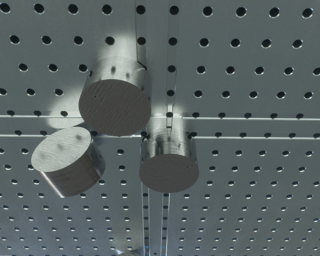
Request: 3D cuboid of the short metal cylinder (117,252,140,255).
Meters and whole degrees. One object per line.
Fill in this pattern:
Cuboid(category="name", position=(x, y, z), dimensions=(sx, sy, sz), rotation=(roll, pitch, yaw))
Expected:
Cuboid(category="short metal cylinder", position=(-0.063, 0.304, 0.633), dimensions=(0.080, 0.080, 0.050), rotation=(-9, 130, 7))

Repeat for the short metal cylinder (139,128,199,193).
Cuboid(category="short metal cylinder", position=(0.012, 0.046, 0.435), dimensions=(0.081, 0.050, 0.079), rotation=(0, 130, 0))

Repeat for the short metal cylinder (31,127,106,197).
Cuboid(category="short metal cylinder", position=(-0.120, 0.043, 0.411), dimensions=(0.080, 0.080, 0.050), rotation=(-12, 129, 9))

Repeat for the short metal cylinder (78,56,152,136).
Cuboid(category="short metal cylinder", position=(-0.050, -0.036, 0.364), dimensions=(0.081, 0.050, 0.079), rotation=(0, 130, 0))
